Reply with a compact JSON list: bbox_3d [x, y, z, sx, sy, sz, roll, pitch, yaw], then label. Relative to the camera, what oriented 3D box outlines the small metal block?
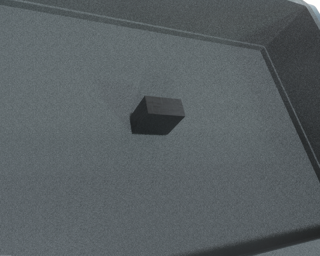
[{"bbox_3d":[-0.004,-0.015,0.393,0.050,0.050,0.025,3,60,-27],"label":"small metal block"}]
